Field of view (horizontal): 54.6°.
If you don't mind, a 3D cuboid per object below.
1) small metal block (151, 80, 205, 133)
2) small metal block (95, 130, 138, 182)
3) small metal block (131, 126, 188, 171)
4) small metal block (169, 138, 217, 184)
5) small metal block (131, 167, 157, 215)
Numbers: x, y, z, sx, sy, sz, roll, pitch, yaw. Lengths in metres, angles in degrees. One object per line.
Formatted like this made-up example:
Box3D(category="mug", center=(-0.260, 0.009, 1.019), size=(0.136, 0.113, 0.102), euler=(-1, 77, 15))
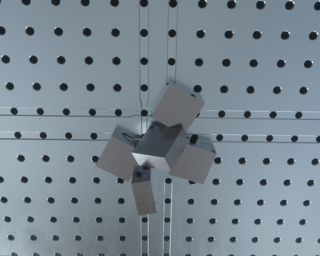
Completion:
Box3D(category="small metal block", center=(0.022, -0.027, 0.404), size=(0.050, 0.025, 0.050), euler=(28, 107, -10))
Box3D(category="small metal block", center=(-0.053, 0.038, 0.427), size=(0.050, 0.025, 0.050), euler=(28, 108, -10))
Box3D(category="small metal block", center=(0.001, 0.025, 0.396), size=(0.050, 0.050, 0.025), euler=(5, 136, 35))
Box3D(category="small metal block", center=(0.044, 0.045, 0.430), size=(0.050, 0.025, 0.050), euler=(17, 109, -7))
Box3D(category="small metal block", center=(-0.021, 0.084, 0.431), size=(0.025, 0.050, 0.050), euler=(-9, 110, 3))
